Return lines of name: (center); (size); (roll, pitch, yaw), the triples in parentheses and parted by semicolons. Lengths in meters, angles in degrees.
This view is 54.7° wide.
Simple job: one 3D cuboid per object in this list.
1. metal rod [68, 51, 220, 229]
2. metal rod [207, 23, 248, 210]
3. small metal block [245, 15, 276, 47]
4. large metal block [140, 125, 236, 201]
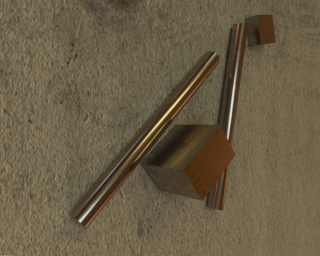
metal rod: (-0.004, -0.003, 0.401); (0.301, 0.025, 0.025); (-51, 120, -28)
metal rod: (0.109, -0.022, 0.495); (0.025, 0.025, 0.299); (16, 80, -39)
small metal block: (0.180, -0.174, 0.555); (0.050, 0.025, 0.050); (-17, 101, -39)
large metal block: (0.036, 0.040, 0.399); (0.080, 0.080, 0.050); (-47, 118, -30)
